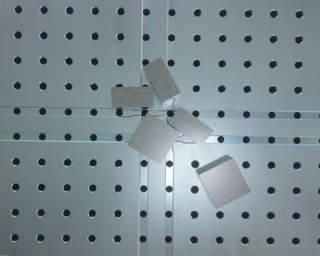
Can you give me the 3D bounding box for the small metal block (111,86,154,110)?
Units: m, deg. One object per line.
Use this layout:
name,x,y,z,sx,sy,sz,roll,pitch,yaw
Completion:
small metal block,-0.034,-0.038,0.401,0.050,0.050,0.025,-1,90,0

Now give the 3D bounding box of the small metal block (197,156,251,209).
small metal block,0.084,0.072,0.414,0.050,0.025,0.050,-27,90,0

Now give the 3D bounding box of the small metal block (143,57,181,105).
small metal block,0.002,-0.059,0.401,0.025,0.050,0.050,-29,90,0

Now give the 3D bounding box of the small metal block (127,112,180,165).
small metal block,-0.008,0.014,0.413,0.050,0.025,0.050,31,90,0

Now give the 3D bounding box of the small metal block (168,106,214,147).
small metal block,0.038,-0.002,0.401,0.050,0.050,0.025,36,90,0
